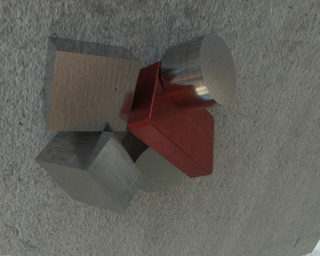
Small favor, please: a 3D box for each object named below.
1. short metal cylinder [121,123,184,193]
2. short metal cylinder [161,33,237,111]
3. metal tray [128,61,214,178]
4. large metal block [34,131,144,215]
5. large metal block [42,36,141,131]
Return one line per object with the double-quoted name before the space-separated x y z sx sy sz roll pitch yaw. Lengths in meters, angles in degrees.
"short metal cylinder" -0.008 0.039 0.413 0.081 0.050 0.079 -14 124 -21
"short metal cylinder" 0.046 -0.062 0.354 0.080 0.050 0.080 12 74 -49
"metal tray" 0.021 -0.006 0.376 0.030 0.090 0.130 -17 139 33
"large metal block" -0.077 0.047 0.351 0.050 0.080 0.080 -59 139 -33
"large metal block" -0.074 -0.043 0.322 0.081 0.050 0.079 1 118 -29
